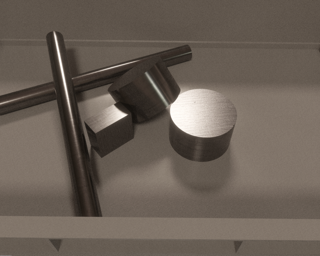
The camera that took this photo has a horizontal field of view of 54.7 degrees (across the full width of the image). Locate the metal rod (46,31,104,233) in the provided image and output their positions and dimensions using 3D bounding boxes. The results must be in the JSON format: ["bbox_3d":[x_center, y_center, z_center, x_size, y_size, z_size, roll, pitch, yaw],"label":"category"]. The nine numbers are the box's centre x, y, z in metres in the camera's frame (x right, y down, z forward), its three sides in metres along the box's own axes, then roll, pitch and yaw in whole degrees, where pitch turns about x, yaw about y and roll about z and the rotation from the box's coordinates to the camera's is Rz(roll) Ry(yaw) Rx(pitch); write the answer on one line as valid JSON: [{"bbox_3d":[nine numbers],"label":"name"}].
[{"bbox_3d":[-0.115,-0.017,0.395,0.025,0.025,0.299,-14,58,-12],"label":"metal rod"}]

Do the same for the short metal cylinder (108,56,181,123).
[{"bbox_3d":[-0.021,-0.051,0.406,0.080,0.050,0.080,-29,21,13],"label":"short metal cylinder"}]

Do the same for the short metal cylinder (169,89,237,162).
[{"bbox_3d":[0.052,-0.004,0.393,0.081,0.050,0.080,0,50,0],"label":"short metal cylinder"}]

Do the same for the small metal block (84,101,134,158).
[{"bbox_3d":[-0.062,0.002,0.386,0.050,0.050,0.025,-32,58,-24],"label":"small metal block"}]

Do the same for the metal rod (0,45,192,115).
[{"bbox_3d":[-0.090,-0.077,0.468,0.302,0.025,0.025,-19,53,-16],"label":"metal rod"}]
